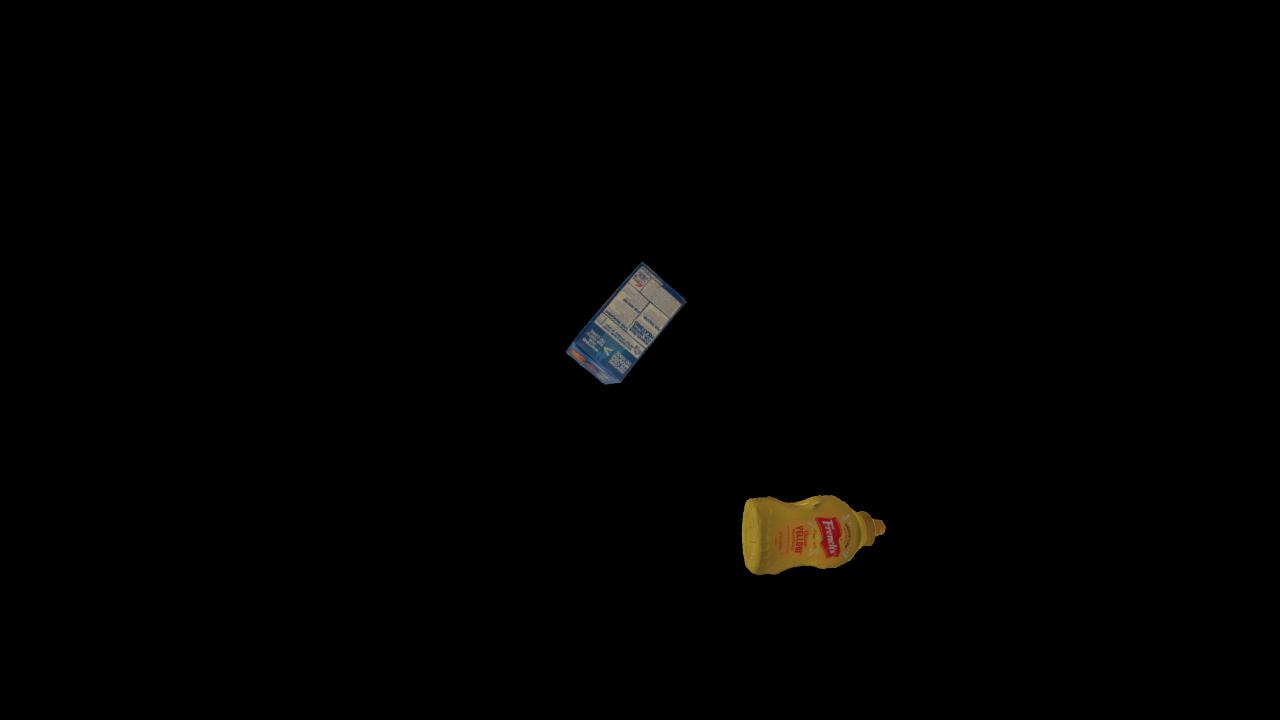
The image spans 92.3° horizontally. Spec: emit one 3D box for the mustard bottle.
[{"bbox_3d":[0.221,0.213,0.765,0.184,0.092,0.054,0,-4,-13],"label":"mustard bottle"}]

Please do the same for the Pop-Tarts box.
[{"bbox_3d":[-0.026,-0.044,0.860,0.083,0.141,0.167,40,-9,-5],"label":"Pop-Tarts box"}]
